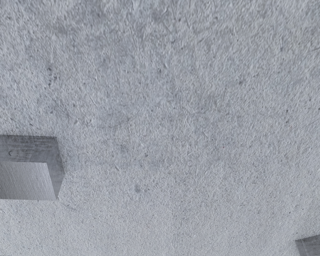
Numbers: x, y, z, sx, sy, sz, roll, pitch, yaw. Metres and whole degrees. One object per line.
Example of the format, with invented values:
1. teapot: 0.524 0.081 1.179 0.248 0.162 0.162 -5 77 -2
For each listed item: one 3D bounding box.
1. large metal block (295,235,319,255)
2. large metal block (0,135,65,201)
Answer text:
1. large metal block: 0.323 0.254 0.610 0.080 0.050 0.080 -21 127 17
2. large metal block: -0.187 0.057 0.437 0.081 0.050 0.079 2 130 -2
